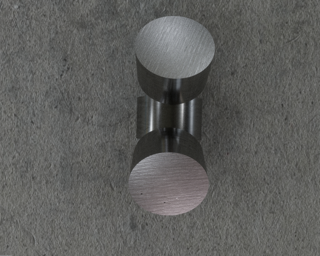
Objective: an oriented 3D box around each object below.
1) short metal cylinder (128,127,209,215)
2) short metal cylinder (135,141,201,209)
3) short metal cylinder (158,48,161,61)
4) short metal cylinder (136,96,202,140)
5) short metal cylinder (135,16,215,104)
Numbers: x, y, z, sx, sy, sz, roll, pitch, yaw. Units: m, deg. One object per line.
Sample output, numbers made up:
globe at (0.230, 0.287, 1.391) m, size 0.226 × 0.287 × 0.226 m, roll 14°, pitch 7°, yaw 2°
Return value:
short metal cylinder at (0.009, 0.046, 0.332) m, size 0.080 × 0.050 × 0.079 m, roll 0°, pitch 118°, yaw 1°
short metal cylinder at (0.010, 0.058, 0.399) m, size 0.081 × 0.050 × 0.080 m, roll 0°, pitch 90°, yaw 0°
short metal cylinder at (0.012, -0.077, 0.399) m, size 0.081 × 0.050 × 0.080 m, roll 0°, pitch 90°, yaw 0°
short metal cylinder at (0.012, -0.011, 0.384) m, size 0.081 × 0.080 × 0.050 m, roll 2°, pitch 90°, yaw 0°
short metal cylinder at (0.015, -0.072, 0.334) m, size 0.081 × 0.050 × 0.080 m, roll 1°, pitch 65°, yaw -1°
